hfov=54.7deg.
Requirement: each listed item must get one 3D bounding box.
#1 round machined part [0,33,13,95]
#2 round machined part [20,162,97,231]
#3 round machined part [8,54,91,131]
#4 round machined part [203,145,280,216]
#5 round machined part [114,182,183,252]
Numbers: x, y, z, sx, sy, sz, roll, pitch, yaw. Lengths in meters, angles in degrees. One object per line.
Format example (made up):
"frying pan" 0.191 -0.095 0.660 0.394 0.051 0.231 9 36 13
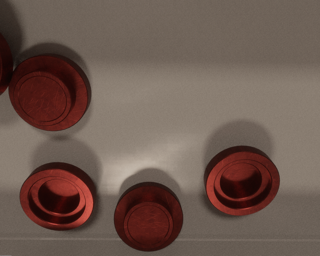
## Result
"round machined part" -0.217 -0.079 0.363 0.098 0.042 0.097 2 104 9
"round machined part" -0.138 0.091 0.434 0.099 0.042 0.097 0 110 -1
"round machined part" -0.139 -0.041 0.385 0.099 0.042 0.097 0 110 -1
"round machined part" 0.109 0.068 0.429 0.099 0.042 0.097 0 110 -1
"round machined part" -0.016 0.129 0.438 0.099 0.042 0.097 0 96 -2
